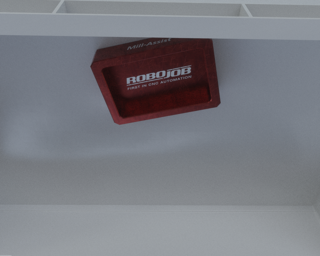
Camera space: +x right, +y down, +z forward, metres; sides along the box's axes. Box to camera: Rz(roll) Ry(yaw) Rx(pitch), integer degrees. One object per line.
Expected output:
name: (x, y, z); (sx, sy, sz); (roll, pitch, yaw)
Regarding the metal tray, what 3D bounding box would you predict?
metal tray: (-0.002, -0.056, 0.357); (0.131, 0.030, 0.090); (-10, 130, 8)
